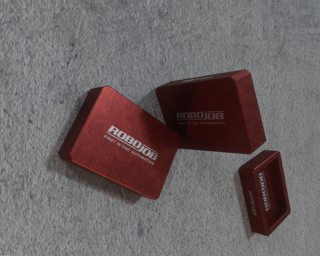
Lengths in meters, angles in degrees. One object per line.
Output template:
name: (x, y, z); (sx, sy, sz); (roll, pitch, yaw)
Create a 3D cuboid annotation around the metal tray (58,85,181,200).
metal tray: (-0.040, 0.021, 0.367); (0.130, 0.030, 0.090); (34, 69, -35)

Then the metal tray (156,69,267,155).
metal tray: (0.058, -0.018, 0.384); (0.030, 0.130, 0.090); (-29, 109, -36)

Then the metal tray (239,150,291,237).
metal tray: (0.193, 0.116, 0.562); (0.091, 0.030, 0.129); (-24, 106, -37)
